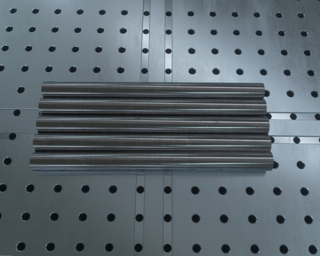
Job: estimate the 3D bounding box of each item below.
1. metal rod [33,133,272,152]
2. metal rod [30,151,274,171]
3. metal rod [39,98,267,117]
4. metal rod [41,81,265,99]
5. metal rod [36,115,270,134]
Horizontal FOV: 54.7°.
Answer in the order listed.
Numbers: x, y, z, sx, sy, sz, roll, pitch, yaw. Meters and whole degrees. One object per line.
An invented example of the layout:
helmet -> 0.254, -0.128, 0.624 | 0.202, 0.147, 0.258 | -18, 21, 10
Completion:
metal rod -> -0.009, 0.020, 0.404 | 0.302, 0.025, 0.025 | 0, 70, -1
metal rod -> -0.009, 0.042, 0.396 | 0.302, 0.025, 0.025 | 0, 70, -1
metal rod -> -0.009, -0.028, 0.422 | 0.302, 0.025, 0.025 | 0, 70, -1
metal rod -> -0.009, -0.051, 0.430 | 0.302, 0.025, 0.025 | 0, 70, -1
metal rod -> -0.009, -0.004, 0.413 | 0.302, 0.025, 0.025 | 0, 70, -1
